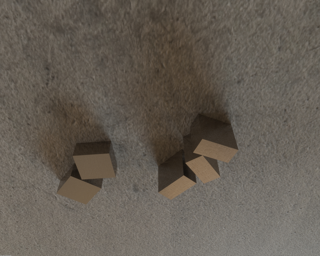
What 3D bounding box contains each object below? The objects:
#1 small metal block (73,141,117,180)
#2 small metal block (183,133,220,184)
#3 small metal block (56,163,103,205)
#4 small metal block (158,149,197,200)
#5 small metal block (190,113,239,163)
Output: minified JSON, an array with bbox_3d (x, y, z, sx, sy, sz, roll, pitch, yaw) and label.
[{"bbox_3d":[-0.092,0.047,0.446,0.050,0.025,0.050,-4,130,3],"label":"small metal block"},{"bbox_3d":[0.057,0.039,0.425,0.025,0.050,0.050,-27,125,21],"label":"small metal block"},{"bbox_3d":[-0.124,0.088,0.480,0.050,0.025,0.050,28,124,-23],"label":"small metal block"},{"bbox_3d":[0.024,0.067,0.449,0.025,0.050,0.050,35,121,-26],"label":"small metal block"},{"bbox_3d":[0.069,0.013,0.403,0.050,0.050,0.025,17,128,-15],"label":"small metal block"}]
